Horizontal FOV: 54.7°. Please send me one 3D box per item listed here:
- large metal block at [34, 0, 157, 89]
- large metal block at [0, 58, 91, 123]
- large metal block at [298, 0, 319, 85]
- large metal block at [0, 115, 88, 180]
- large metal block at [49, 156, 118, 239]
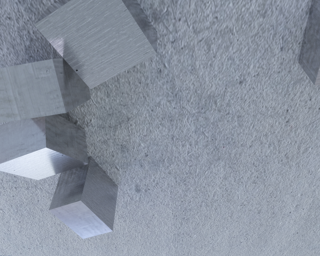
[{"bbox_3d":[-0.058,-0.098,0.307,0.080,0.050,0.080,-24,126,19],"label":"large metal block"},{"bbox_3d":[-0.128,-0.042,0.325,0.080,0.080,0.050,-8,104,7],"label":"large metal block"},{"bbox_3d":[0.197,-0.093,0.313,0.080,0.050,0.080,-4,130,3],"label":"large metal block"},{"bbox_3d":[-0.150,0.024,0.389,0.080,0.050,0.080,-19,155,15],"label":"large metal block"},{"bbox_3d":[-0.108,0.103,0.457,0.050,0.080,0.080,-20,128,16],"label":"large metal block"}]
